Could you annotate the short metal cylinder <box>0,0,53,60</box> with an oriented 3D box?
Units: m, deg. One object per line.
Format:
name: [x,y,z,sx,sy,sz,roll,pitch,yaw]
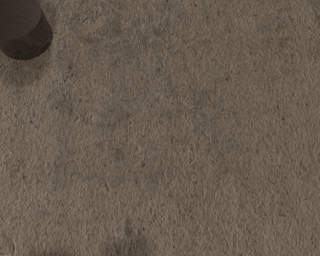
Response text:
short metal cylinder: [-0.203,-0.145,0.445,0.081,0.050,0.080,0,70,0]
